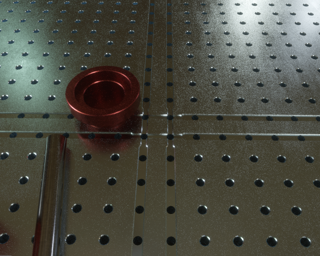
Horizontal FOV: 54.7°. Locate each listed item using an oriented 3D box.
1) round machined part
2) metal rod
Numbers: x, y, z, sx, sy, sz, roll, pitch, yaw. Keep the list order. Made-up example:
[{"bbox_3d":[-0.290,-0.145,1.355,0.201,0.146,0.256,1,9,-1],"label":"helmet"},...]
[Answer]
[{"bbox_3d":[-0.076,-0.039,0.429,0.099,0.042,0.098,0,50,0],"label":"round machined part"},{"bbox_3d":[-0.110,0.129,0.298,0.025,0.025,0.300,-6,50,-5],"label":"metal rod"}]
